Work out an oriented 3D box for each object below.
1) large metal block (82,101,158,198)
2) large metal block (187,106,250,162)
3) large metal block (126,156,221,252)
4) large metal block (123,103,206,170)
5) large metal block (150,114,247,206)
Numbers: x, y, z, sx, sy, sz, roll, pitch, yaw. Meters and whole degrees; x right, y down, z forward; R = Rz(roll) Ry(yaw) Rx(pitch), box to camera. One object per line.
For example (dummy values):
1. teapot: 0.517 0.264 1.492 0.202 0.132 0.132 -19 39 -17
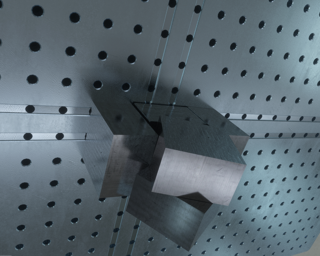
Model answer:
1. large metal block: -0.051 0.023 0.363 0.050 0.080 0.079 2 118 -30
2. large metal block: 0.065 0.025 0.428 0.050 0.080 0.079 4 117 -31
3. large metal block: 0.022 0.077 0.350 0.080 0.080 0.050 -24 136 -57
4. large metal block: 0.003 0.017 0.406 0.081 0.050 0.079 3 117 -30
5. large metal block: 0.035 0.032 0.333 0.081 0.080 0.050 13 113 -10
